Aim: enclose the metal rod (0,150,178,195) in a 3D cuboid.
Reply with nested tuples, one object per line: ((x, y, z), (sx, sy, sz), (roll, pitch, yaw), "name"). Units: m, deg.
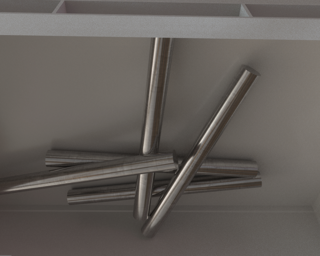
((-0.123, 0.066, 0.428), (0.301, 0.025, 0.025), (-11, 130, 15), "metal rod")

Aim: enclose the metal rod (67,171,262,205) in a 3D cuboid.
((0.004, 0.095, 0.488), (0.302, 0.025, 0.025), (-6, 130, 5), "metal rod")

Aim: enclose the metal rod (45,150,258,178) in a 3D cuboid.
((-0.009, 0.052, 0.452), (0.302, 0.025, 0.025), (3, 130, -4), "metal rod")

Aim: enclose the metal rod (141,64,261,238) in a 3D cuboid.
((0.043, 0.050, 0.424), (0.025, 0.025, 0.298), (19, 120, -16), "metal rod")

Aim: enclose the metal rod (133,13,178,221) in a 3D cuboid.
((-0.012, 0.011, 0.393), (0.025, 0.025, 0.298), (5, 124, -5), "metal rod")
